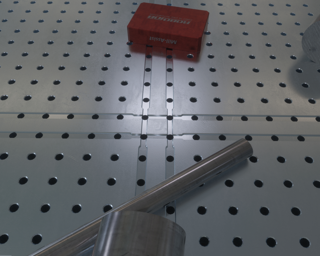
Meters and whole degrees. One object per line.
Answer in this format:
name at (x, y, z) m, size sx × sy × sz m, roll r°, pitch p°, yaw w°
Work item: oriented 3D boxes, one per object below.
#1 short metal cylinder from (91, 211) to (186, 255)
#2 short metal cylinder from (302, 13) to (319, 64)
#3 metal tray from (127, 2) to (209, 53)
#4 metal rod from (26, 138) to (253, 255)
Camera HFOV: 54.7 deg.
short metal cylinder at (-0.019, 0.115, 0.275) m, size 0.080 × 0.080 × 0.050 m, roll 7°, pitch 50°, yaw 5°
short metal cylinder at (0.279, -0.148, 0.498) m, size 0.080 × 0.080 × 0.050 m, roll 29°, pitch 56°, yaw 22°
metal tray at (0.017, -0.184, 0.559) m, size 0.131 × 0.030 × 0.090 m, roll 11°, pitch 51°, yaw 9°
metal rod at (-0.021, 0.085, 0.335) m, size 0.302 × 0.025 × 0.025 m, roll -25°, pitch 55°, yaw -20°
